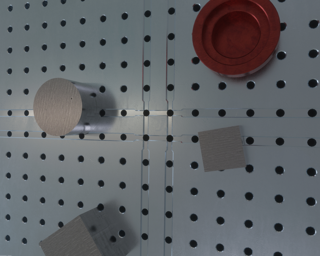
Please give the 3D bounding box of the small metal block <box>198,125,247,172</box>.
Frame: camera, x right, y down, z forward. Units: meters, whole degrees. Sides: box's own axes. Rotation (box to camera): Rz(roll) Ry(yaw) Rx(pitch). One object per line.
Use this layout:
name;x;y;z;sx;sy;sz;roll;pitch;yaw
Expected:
small metal block;0.078;0.025;0.385;0.050;0.025;0.050;-10;87;19

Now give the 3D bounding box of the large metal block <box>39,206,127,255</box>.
large metal block;-0.108;0.171;0.437;0.080;0.050;0.080;-37;79;16

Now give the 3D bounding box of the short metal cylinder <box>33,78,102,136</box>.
short metal cylinder;-0.132;-0.029;0.446;0.080;0.050;0.080;0;90;20

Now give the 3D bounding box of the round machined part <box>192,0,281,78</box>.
round machined part;0.092;-0.109;0.371;0.098;0.042;0.097;0;90;20
